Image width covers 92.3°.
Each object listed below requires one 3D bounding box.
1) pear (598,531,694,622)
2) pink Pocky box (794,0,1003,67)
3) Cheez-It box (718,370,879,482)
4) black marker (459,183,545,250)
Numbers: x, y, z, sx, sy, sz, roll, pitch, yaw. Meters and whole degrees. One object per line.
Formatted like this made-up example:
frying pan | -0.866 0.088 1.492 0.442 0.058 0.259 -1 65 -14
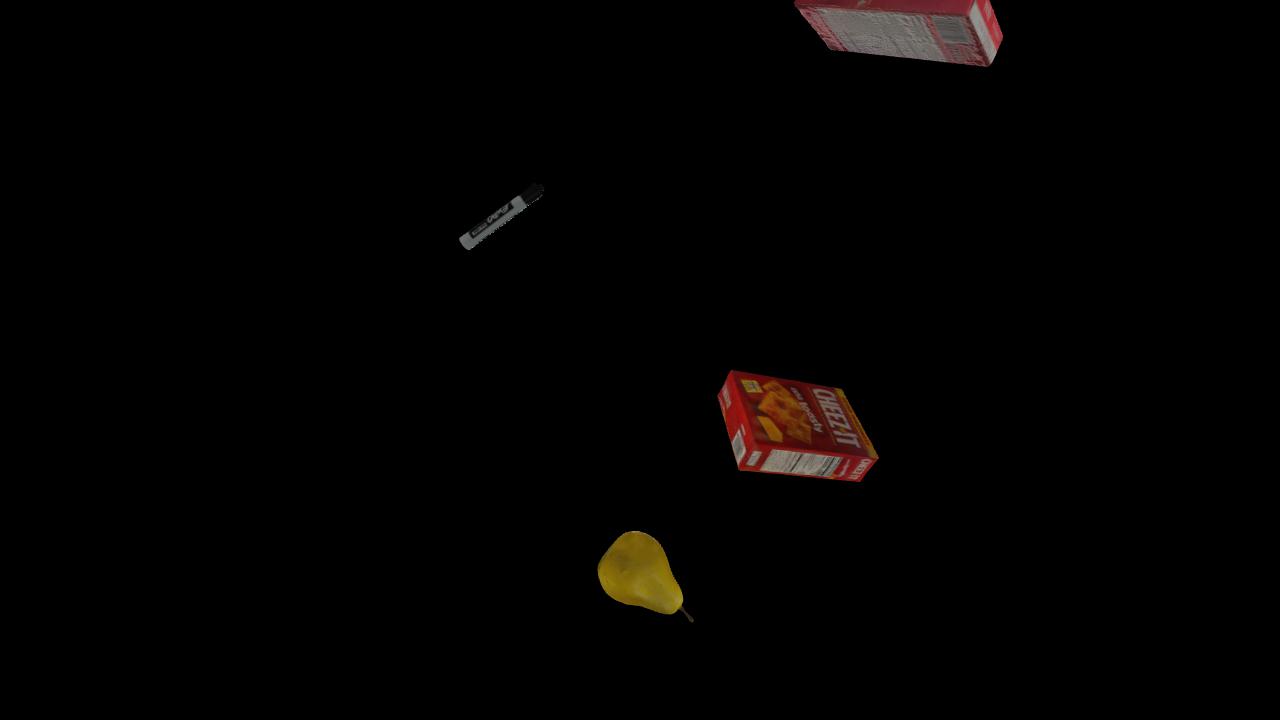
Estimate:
pear | 0.012 0.234 0.649 0.111 0.080 0.080 40 5 6
pink Pocky box | 0.215 -0.288 0.519 0.155 0.029 0.084 31 14 38
Cheez-It box | 0.253 0.108 1.006 0.223 0.071 0.166 9 39 -16
black marker | -0.166 -0.175 0.746 0.121 0.020 0.020 -34 -5 8
